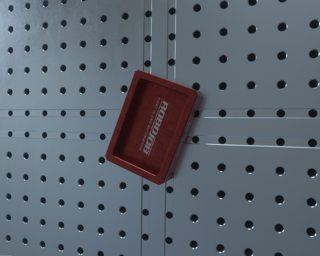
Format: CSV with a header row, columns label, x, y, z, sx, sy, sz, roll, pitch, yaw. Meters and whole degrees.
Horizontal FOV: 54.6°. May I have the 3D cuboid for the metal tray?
label,x,y,z,sx,sy,sz,roll,pitch,yaw
metal tray,-0.010,-0.002,0.413,0.090,0.030,0.129,23,98,18
